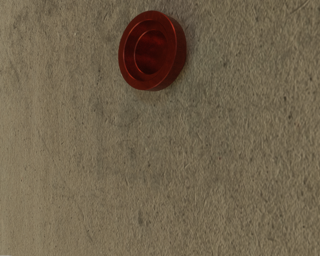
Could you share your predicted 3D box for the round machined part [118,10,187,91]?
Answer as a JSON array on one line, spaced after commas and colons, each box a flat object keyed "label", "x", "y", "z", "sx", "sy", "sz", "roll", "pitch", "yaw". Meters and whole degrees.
[{"label": "round machined part", "x": -0.005, "y": -0.096, "z": 0.399, "sx": 0.098, "sy": 0.042, "sz": 0.097, "roll": 0, "pitch": 90, "yaw": 40}]
